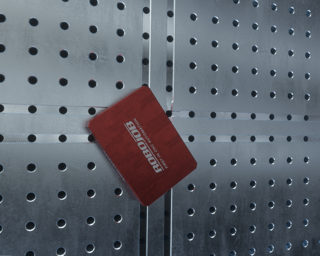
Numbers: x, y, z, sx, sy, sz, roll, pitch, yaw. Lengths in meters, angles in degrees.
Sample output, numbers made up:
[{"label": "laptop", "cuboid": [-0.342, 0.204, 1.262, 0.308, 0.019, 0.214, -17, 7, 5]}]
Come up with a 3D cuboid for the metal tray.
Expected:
[{"label": "metal tray", "cuboid": [-0.022, 0.023, 0.402, 0.090, 0.030, 0.130, -36, 102, -16]}]
